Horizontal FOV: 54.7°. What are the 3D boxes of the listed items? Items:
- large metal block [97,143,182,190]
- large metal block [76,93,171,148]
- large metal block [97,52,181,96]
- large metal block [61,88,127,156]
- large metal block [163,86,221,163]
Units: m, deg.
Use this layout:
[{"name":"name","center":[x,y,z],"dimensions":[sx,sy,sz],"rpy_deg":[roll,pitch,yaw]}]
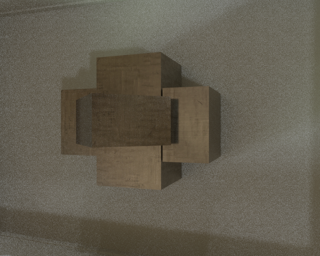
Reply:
[{"name":"large metal block","center":[-0.023,0.042,0.388],"dimensions":[0.080,0.080,0.050],"rpy_deg":[0,90,20]},{"name":"large metal block","center":[-0.042,-0.007,0.335],"dimensions":[0.081,0.080,0.050],"rpy_deg":[0,90,-25]},{"name":"large metal block","center":[-0.023,-0.058,0.388],"dimensions":[0.080,0.080,0.050],"rpy_deg":[0,90,20]},{"name":"large metal block","center":[-0.084,-0.007,0.410],"dimensions":[0.050,0.080,0.080],"rpy_deg":[0,90,20]},{"name":"large metal block","center":[0.040,-0.004,0.364],"dimensions":[0.050,0.080,0.080],"rpy_deg":[0,90,19]}]
